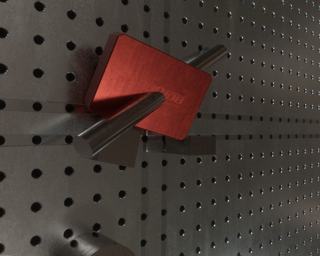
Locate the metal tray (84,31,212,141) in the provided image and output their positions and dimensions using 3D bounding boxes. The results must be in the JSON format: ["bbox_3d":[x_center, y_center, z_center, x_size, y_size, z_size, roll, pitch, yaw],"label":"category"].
[{"bbox_3d":[-0.011,-0.045,0.366,0.131,0.030,0.089,18,101,-31],"label":"metal tray"}]

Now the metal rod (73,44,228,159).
[{"bbox_3d":[0.012,-0.052,0.388,0.302,0.025,0.025,-40,115,-44],"label":"metal rod"}]

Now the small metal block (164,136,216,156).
[{"bbox_3d":[0.042,0.023,0.430,0.050,0.050,0.025,2,89,-40],"label":"small metal block"}]

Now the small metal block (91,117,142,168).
[{"bbox_3d":[-0.053,0.018,0.367,0.050,0.025,0.050,18,79,-39],"label":"small metal block"}]

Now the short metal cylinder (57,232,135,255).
[{"bbox_3d":[-0.070,0.160,0.336,0.081,0.050,0.079,0,91,-40],"label":"short metal cylinder"}]
